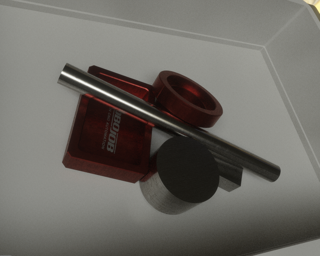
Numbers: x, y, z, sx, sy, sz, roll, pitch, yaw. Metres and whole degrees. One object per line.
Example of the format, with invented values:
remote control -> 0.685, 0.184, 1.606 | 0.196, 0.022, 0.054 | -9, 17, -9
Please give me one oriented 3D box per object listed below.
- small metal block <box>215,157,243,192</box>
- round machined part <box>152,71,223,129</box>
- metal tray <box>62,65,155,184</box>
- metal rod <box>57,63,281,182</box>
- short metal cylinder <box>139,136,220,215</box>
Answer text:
small metal block -> 0.084, 0.051, 0.419 | 0.050, 0.025, 0.050 | 28, 52, -11
round machined part -> 0.031, -0.032, 0.415 | 0.098, 0.042, 0.098 | 26, 27, -14
metal tray -> -0.056, -0.007, 0.374 | 0.091, 0.030, 0.130 | 17, 55, -19
metal rod -> 0.024, 0.001, 0.380 | 0.302, 0.025, 0.025 | 25, 53, -16
short metal cylinder -> 0.022, 0.056, 0.366 | 0.081, 0.050, 0.080 | 14, 56, -21
